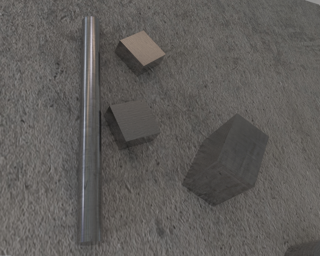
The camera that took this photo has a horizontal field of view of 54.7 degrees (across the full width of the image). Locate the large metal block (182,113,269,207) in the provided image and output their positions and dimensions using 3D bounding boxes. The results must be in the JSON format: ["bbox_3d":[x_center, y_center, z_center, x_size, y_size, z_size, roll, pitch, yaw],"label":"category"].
[{"bbox_3d":[0.081,0.041,0.387,0.050,0.080,0.080,36,51,-5],"label":"large metal block"}]

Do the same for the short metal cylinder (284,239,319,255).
[{"bbox_3d":[0.202,0.182,0.385,0.081,0.050,0.080,14,56,-21],"label":"short metal cylinder"}]

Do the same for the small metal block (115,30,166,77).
[{"bbox_3d":[-0.029,-0.110,0.455,0.050,0.025,0.050,48,51,5],"label":"small metal block"}]

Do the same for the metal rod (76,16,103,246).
[{"bbox_3d":[-0.083,-0.019,0.370,0.025,0.025,0.299,8,58,-24],"label":"metal rod"}]

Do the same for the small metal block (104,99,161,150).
[{"bbox_3d":[-0.035,-0.005,0.388,0.050,0.025,0.050,-15,69,-34],"label":"small metal block"}]
